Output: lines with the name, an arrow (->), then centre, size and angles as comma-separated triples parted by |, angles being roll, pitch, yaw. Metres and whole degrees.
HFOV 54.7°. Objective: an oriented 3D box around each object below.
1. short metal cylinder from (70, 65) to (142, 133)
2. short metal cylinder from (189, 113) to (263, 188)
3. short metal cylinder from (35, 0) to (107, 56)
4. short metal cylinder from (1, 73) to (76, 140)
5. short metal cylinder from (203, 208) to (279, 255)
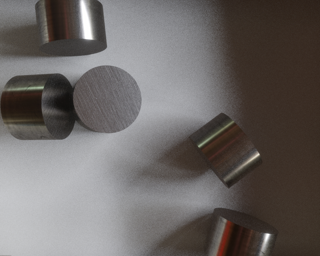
short metal cylinder -> -0.069, -0.034, 0.386 | 0.081, 0.050, 0.079 | 0, 90, -21
short metal cylinder -> 0.080, 0.028, 0.385 | 0.050, 0.080, 0.080 | -37, 90, 0
short metal cylinder -> -0.109, -0.123, 0.382 | 0.081, 0.080, 0.050 | -6, 90, -1
short metal cylinder -> -0.144, -0.025, 0.378 | 0.050, 0.080, 0.079 | -1, 90, 12
short metal cylinder -> 0.099, 0.138, 0.385 | 0.080, 0.080, 0.050 | 16, 90, -1
